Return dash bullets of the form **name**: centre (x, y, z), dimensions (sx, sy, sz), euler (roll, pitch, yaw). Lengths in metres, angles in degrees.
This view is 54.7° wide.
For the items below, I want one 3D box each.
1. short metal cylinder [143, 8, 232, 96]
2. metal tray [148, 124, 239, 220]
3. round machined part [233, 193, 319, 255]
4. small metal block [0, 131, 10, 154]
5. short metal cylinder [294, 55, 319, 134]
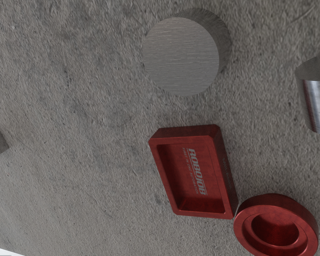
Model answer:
- **short metal cylinder**: centre (0.030, -0.080, 0.326), dimensions (0.080, 0.050, 0.079), euler (13, 124, 21)
- **metal tray**: centre (0.047, 0.061, 0.416), dimensions (0.090, 0.030, 0.129), euler (-4, 117, 30)
- **round machined part**: centre (0.147, 0.122, 0.394), dimensions (0.098, 0.042, 0.097), euler (13, 124, 21)
- **small metal block**: centre (-0.326, 0.024, 0.593), dimensions (0.050, 0.025, 0.050), euler (-4, 117, 30)
- **short metal cylinder**: centre (0.163, -0.034, 0.265), dimensions (0.080, 0.080, 0.050), euler (-9, 114, 32)
